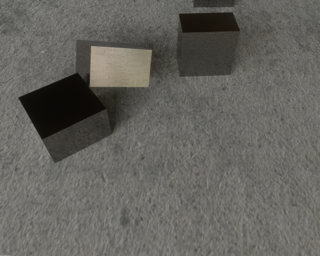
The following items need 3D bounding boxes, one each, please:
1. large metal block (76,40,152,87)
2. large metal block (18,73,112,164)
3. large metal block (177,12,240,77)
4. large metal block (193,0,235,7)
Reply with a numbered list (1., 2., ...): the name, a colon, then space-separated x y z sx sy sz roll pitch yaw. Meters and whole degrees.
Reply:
1. large metal block: -0.067 -0.090 0.429 0.081 0.050 0.080 -4 21 -27
2. large metal block: -0.119 -0.015 0.396 0.081 0.050 0.080 -29 56 -20
3. large metal block: 0.070 -0.127 0.475 0.081 0.080 0.050 -3 50 -3
4. large metal block: 0.107 -0.291 0.633 0.081 0.050 0.080 -1 50 -2
